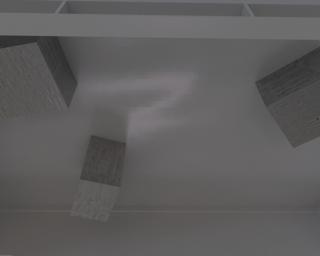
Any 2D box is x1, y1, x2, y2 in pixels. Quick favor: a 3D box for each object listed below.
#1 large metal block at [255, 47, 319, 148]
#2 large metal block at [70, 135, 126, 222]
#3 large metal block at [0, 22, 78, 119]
[{"bbox_3d":[0.173,-0.034,0.366,0.080,0.050,0.080,-30,124,23],"label":"large metal block"},{"bbox_3d":[-0.085,0.070,0.432,0.050,0.080,0.079,15,129,-12],"label":"large metal block"},{"bbox_3d":[-0.148,-0.061,0.339,0.080,0.050,0.080,-8,130,7],"label":"large metal block"}]
